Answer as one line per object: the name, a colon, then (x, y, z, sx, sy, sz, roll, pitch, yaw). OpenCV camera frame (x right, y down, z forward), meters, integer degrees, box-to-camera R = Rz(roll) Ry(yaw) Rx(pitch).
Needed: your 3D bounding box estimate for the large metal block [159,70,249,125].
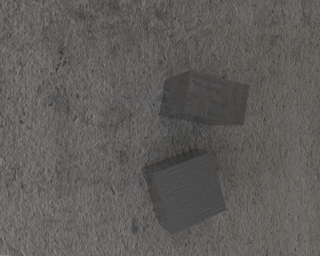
large metal block: (0.054, -0.035, 0.399, 0.081, 0.080, 0.050, 10, 87, -20)

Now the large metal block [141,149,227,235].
large metal block: (0.031, 0.080, 0.407, 0.081, 0.050, 0.080, -18, 96, -19)
